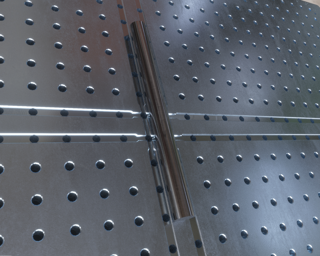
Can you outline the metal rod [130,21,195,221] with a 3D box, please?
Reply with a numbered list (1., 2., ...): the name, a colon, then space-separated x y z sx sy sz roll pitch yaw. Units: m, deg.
1. metal rod: -0.003 -0.027 0.422 0.025 0.025 0.299 1 62 -28
